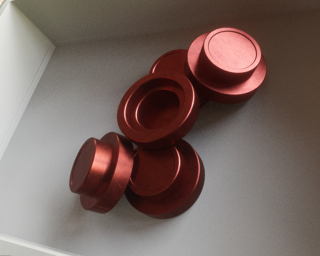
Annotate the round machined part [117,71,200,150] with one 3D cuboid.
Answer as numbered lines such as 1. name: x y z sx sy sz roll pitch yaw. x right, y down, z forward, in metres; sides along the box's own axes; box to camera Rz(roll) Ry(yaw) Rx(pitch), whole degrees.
1. round machined part: 0.001 -0.018 0.374 0.098 0.042 0.098 -13 56 20

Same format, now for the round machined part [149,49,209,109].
1. round machined part: 0.024 -0.068 0.420 0.098 0.042 0.098 -13 56 20

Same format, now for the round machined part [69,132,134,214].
1. round machined part: -0.075 0.050 0.373 0.098 0.042 0.098 -39 38 40

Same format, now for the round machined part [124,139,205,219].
1. round machined part: -0.001 0.052 0.360 0.098 0.042 0.098 -13 56 20

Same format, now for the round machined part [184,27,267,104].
1. round machined part: 0.081 -0.081 0.372 0.099 0.042 0.098 3 63 -5
